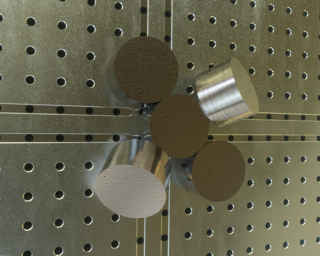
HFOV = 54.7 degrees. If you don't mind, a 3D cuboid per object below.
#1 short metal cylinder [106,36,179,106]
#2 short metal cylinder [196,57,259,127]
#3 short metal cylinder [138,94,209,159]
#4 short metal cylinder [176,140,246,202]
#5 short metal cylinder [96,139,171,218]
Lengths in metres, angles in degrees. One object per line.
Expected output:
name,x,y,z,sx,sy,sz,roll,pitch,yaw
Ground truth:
short metal cylinder,-0.023,-0.070,0.391,0.081,0.050,0.079,0,90,-21
short metal cylinder,0.091,-0.047,0.412,0.080,0.050,0.080,36,42,-41
short metal cylinder,0.017,-0.002,0.406,0.081,0.050,0.079,0,90,-21
short metal cylinder,0.069,0.056,0.426,0.081,0.050,0.079,0,90,-21
short metal cylinder,-0.029,0.060,0.367,0.080,0.050,0.079,4,121,7
